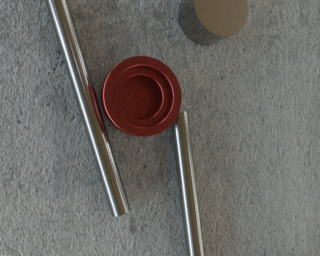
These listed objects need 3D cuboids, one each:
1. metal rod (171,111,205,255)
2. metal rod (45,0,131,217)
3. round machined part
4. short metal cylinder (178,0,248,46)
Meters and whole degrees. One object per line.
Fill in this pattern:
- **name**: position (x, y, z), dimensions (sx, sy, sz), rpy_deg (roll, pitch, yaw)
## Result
- **metal rod**: position (0.044, 0.126, 0.426), dimensions (0.025, 0.025, 0.298), rpy_deg (-8, 93, -20)
- **metal rod**: position (-0.089, -0.037, 0.376), dimensions (0.025, 0.025, 0.298), rpy_deg (-18, 96, -19)
- **round machined part**: position (-0.026, -0.038, 0.391), dimensions (0.099, 0.042, 0.097), rpy_deg (0, 90, -21)
- **short metal cylinder**: position (0.072, -0.159, 0.423), dimensions (0.081, 0.050, 0.079), rpy_deg (0, 90, -21)
